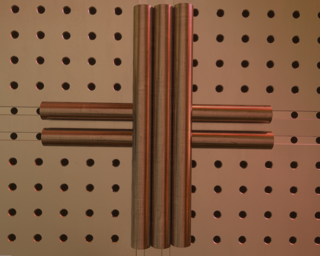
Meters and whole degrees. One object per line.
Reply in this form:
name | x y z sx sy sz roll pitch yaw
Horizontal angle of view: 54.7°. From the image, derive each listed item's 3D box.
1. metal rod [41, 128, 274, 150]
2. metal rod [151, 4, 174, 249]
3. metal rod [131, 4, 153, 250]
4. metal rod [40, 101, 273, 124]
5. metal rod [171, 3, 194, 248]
metal rod | -0.002 0.014 0.414 0.302 0.025 0.025 1 90 -1
metal rod | 0.003 -0.002 0.389 0.025 0.025 0.298 1 90 -1
metal rod | -0.022 -0.001 0.388 0.025 0.025 0.298 1 90 -1
metal rod | -0.004 -0.021 0.413 0.302 0.025 0.025 1 90 -1
metal rod | 0.028 -0.003 0.389 0.025 0.025 0.298 1 90 -1
